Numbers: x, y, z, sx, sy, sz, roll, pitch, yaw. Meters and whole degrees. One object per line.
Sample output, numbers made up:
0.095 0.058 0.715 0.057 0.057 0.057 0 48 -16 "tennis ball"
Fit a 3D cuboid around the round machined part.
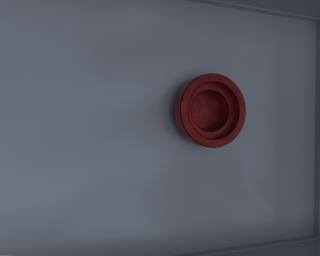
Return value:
0.064 -0.023 0.425 0.099 0.042 0.097 0 90 -20 "round machined part"
